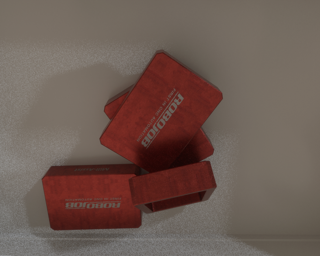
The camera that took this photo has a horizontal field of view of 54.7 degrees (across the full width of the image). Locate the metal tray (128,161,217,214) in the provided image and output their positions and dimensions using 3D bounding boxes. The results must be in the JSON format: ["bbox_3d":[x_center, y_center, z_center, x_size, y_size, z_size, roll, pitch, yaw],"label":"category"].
[{"bbox_3d":[0.017,0.078,0.387,0.091,0.130,0.030,-13,70,0],"label":"metal tray"}]

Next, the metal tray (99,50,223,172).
[{"bbox_3d":[0.000,-0.015,0.371,0.090,0.030,0.129,33,106,-12],"label":"metal tray"}]

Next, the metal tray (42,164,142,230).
[{"bbox_3d":[-0.093,0.099,0.444,0.131,0.030,0.089,-2,110,0],"label":"metal tray"}]

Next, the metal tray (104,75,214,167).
[{"bbox_3d":[0.001,-0.001,0.408,0.090,0.030,0.130,-31,108,10],"label":"metal tray"}]
